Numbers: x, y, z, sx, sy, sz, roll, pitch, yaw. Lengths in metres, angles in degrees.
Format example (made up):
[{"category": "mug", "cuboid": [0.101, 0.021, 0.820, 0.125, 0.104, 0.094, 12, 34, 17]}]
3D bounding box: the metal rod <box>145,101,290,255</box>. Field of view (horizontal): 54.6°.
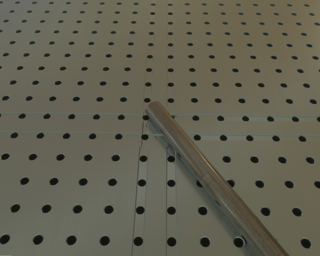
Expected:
[{"category": "metal rod", "cuboid": [0.068, 0.071, 0.348, 0.025, 0.025, 0.300, -25, 54, -19]}]
